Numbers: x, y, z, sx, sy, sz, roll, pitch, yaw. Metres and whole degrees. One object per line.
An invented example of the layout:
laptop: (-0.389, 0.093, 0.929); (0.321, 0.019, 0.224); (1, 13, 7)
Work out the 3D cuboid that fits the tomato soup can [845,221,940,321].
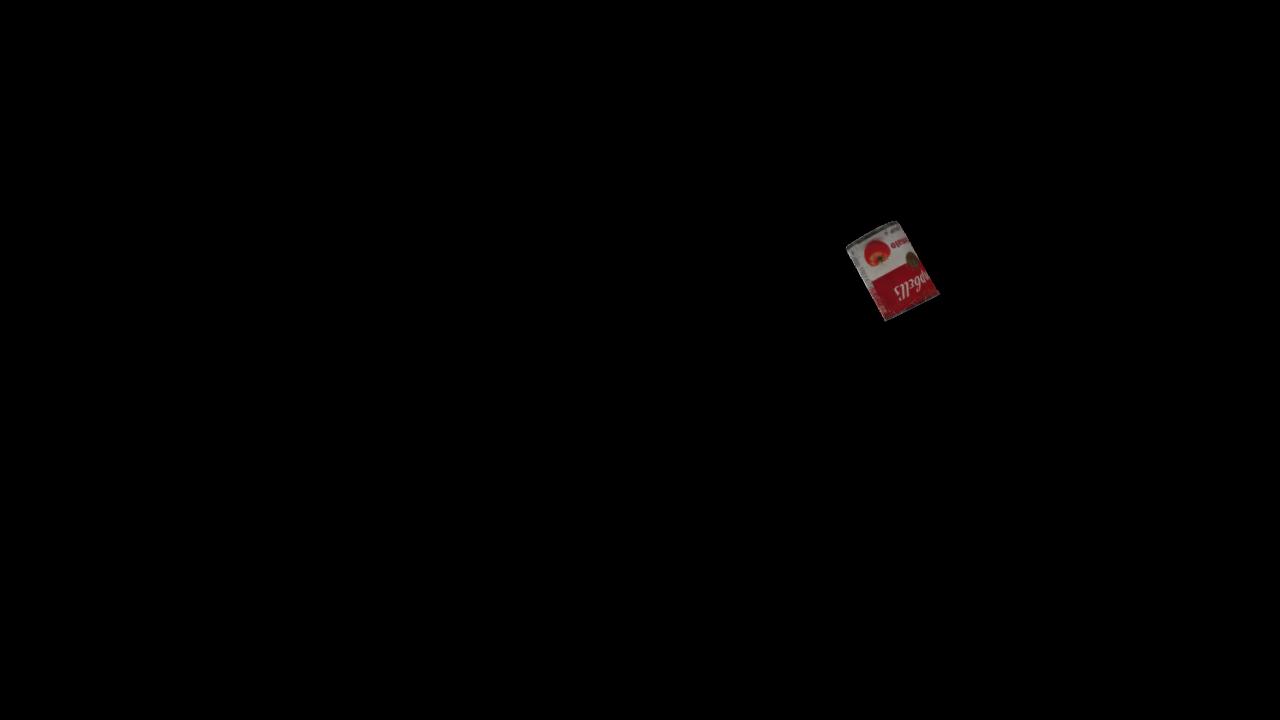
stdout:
tomato soup can: (0.297, -0.105, 0.728); (0.068, 0.101, 0.068); (-26, -6, -3)
